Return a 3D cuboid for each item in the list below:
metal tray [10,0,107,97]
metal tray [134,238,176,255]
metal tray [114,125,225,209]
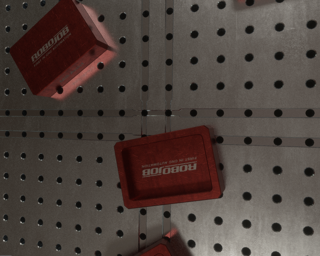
[{"bbox_3d":[-0.154,-0.118,0.462,0.130,0.030,0.090,-35,79,16],"label":"metal tray"},{"bbox_3d":[-0.026,0.217,0.400,0.130,0.030,0.090,-31,80,1],"label":"metal tray"},{"bbox_3d":[0.010,0.052,0.405,0.130,0.030,0.089,-12,86,19],"label":"metal tray"}]
